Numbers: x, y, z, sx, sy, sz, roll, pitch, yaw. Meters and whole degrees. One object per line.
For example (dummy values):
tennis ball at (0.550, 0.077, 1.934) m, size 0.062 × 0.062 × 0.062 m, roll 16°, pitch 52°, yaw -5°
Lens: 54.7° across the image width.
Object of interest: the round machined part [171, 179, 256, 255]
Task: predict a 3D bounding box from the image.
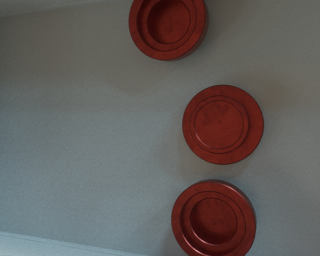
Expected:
round machined part at (0.067, 0.111, 0.378) m, size 0.098 × 0.042 × 0.097 m, roll 0°, pitch 90°, yaw 20°

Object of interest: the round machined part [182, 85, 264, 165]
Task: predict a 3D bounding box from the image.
round machined part at (0.074, -0.004, 0.375) m, size 0.098 × 0.042 × 0.097 m, roll 0°, pitch 90°, yaw 20°

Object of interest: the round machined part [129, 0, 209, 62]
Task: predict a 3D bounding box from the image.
round machined part at (0.014, -0.134, 0.393) m, size 0.098 × 0.042 × 0.097 m, roll 2°, pitch 97°, yaw 19°
